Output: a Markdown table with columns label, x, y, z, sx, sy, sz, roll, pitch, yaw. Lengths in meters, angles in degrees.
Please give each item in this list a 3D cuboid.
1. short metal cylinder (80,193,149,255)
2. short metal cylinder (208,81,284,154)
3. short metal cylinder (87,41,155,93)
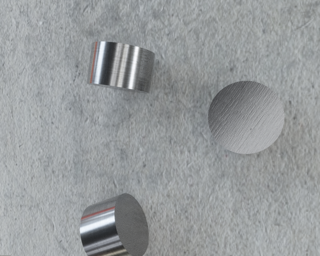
| label | x | y | z | sx | sy | sz | roll | pitch | yaw |
| --- | --- | --- | --- | --- | --- | --- | --- | --- | --- |
| short metal cylinder | -0.056 | 0.130 | 0.399 | 0.050 | 0.080 | 0.080 | -23 | 83 | 18 |
| short metal cylinder | 0.101 | -0.012 | 0.360 | 0.080 | 0.050 | 0.079 | 0 | 90 | 19 |
| short metal cylinder | -0.050 | -0.075 | 0.396 | 0.080 | 0.080 | 0.050 | 10 | 94 | 19 |
